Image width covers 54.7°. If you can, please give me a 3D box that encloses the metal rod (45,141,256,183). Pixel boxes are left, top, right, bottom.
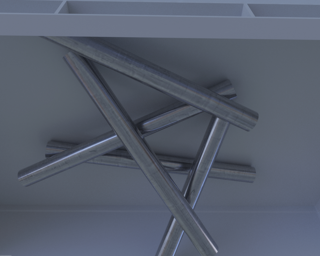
[{"bbox_3d":[-0.008,0.051,0.451,0.302,0.025,0.025,8,130,-7],"label":"metal rod"}]

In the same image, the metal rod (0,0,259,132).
[{"bbox_3d":[-0.029,-0.066,0.331,0.302,0.025,0.025,23,127,-11],"label":"metal rod"}]

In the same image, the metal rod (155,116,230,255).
[{"bbox_3d":[0.033,0.109,0.417,0.025,0.025,0.298,18,101,-15],"label":"metal rod"}]

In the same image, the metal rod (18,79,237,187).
[{"bbox_3d":[-0.049,0.011,0.396,0.301,0.025,0.025,-23,127,10],"label":"metal rod"}]

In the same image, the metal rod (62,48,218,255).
[{"bbox_3d":[-0.016,0.039,0.371,0.025,0.025,0.299,-29,103,22],"label":"metal rod"}]
